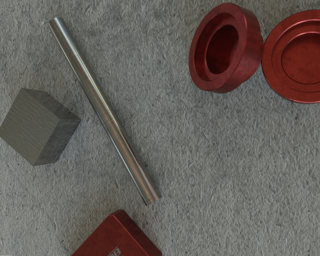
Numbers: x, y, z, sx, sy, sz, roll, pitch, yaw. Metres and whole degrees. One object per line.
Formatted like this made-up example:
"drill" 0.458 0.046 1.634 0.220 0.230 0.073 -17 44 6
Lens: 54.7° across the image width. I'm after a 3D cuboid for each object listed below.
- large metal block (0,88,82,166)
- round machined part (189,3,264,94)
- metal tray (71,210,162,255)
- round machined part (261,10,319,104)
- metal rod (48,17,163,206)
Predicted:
"large metal block" -0.178 -0.002 0.459 0.080 0.050 0.080 36 101 16
"round machined part" 0.078 -0.087 0.355 0.098 0.042 0.098 -21 66 57
"metal tray" -0.071 0.190 0.431 0.090 0.030 0.130 45 104 14
"round machined part" 0.164 -0.075 0.342 0.098 0.042 0.097 0 90 20
"metal rod" -0.081 -0.030 0.437 0.025 0.025 0.299 -33 80 17
